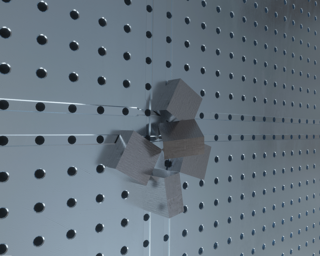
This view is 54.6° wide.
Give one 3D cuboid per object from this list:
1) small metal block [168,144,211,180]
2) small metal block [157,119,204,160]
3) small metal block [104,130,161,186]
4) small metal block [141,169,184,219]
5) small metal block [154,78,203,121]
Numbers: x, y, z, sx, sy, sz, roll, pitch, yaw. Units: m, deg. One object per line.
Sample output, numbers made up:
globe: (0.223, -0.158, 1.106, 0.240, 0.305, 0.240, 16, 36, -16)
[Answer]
small metal block: (0.043, 0.043, 0.444, 0.050, 0.025, 0.050, 23, 75, -38)
small metal block: (0.026, 0.013, 0.397, 0.050, 0.050, 0.025, -7, 118, -5)
small metal block: (-0.032, 0.037, 0.382, 0.050, 0.025, 0.050, 37, 68, -34)
small metal block: (0.001, 0.081, 0.393, 0.025, 0.050, 0.050, -12, 98, -39)
small metal block: (0.027, -0.033, 0.430, 0.050, 0.025, 0.050, 37, 67, -34)
